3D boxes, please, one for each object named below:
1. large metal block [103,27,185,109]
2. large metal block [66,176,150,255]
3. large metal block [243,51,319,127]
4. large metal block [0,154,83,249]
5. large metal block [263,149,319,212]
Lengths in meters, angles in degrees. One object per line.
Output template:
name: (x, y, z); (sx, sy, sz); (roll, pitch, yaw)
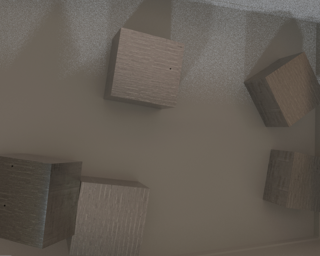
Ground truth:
large metal block: (-0.021, -0.070, 0.389); (0.081, 0.050, 0.080); (9, 87, -20)
large metal block: (-0.063, 0.105, 0.374); (0.081, 0.050, 0.080); (10, 87, -20)
large metal block: (0.187, -0.056, 0.466); (0.080, 0.050, 0.080); (-33, 101, -17)
large metal block: (-0.135, 0.071, 0.326); (0.080, 0.050, 0.080); (5, 88, 20)
large metal block: (0.213, 0.081, 0.476); (0.081, 0.050, 0.080); (12, 86, -20)
